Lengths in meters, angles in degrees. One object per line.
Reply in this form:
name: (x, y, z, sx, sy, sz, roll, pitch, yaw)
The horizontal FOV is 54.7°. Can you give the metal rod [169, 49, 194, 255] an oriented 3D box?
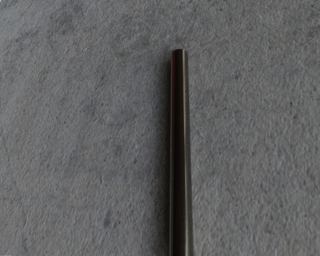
metal rod: (0.025, 0.022, 0.376, 0.025, 0.025, 0.299, -12, 57, 21)
